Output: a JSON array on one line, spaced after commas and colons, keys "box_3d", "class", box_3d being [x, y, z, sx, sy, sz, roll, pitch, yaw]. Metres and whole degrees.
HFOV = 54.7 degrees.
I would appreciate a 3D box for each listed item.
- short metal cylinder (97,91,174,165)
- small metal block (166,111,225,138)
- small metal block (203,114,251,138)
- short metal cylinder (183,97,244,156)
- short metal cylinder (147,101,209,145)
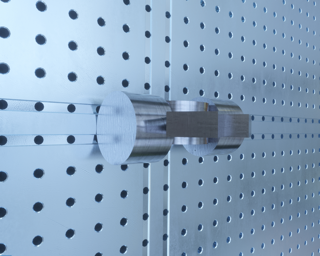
[{"box_3d": [-0.029, 0.000, 0.348, 0.050, 0.080, 0.080, 1, 89, -40], "class": "short metal cylinder"}, {"box_3d": [0.038, -0.003, 0.319, 0.050, 0.050, 0.025, 1, 90, -72], "class": "small metal block"}, {"box_3d": [0.078, -0.002, 0.359, 0.050, 0.050, 0.025, 1, 90, -71], "class": "small metal block"}, {"box_3d": [0.071, -0.002, 0.432, 0.050, 0.080, 0.080, 1, 90, -39], "class": "short metal cylinder"}, {"box_3d": [0.021, -0.006, 0.391, 0.081, 0.080, 0.050, 1, 89, -40], "class": "short metal cylinder"}]
